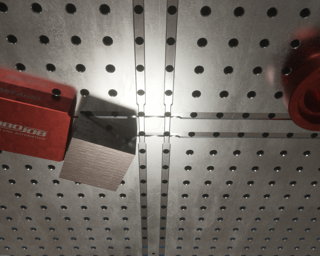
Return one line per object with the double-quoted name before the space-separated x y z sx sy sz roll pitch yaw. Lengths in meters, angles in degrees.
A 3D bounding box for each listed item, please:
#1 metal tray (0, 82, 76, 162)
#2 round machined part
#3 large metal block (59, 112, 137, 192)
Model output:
"metal tray" -0.182 -0.008 0.399 0.131 0.030 0.089 13 129 -12
"round machined part" 0.195 -0.046 0.364 0.099 0.042 0.097 -1 130 0
"large metal block" -0.084 0.035 0.424 0.081 0.050 0.079 18 128 -15
